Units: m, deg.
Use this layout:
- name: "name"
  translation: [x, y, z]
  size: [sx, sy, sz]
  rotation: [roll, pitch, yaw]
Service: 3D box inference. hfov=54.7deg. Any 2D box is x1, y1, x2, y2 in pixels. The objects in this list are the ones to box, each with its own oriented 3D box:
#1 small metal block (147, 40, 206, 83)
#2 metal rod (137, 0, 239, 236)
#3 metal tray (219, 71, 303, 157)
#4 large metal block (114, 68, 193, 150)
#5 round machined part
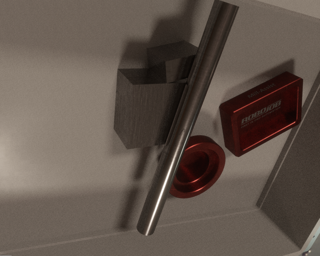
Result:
- name: "small metal block"
  translation: [0.019, -0.078, 0.356]
  size: [0.050, 0.050, 0.025]
  rotation: [-17, 125, -19]
- name: "metal rod"
  translation: [0.023, 0.007, 0.362]
  size: [0.025, 0.025, 0.298]
  rotation: [3, 118, -30]
- name: "metal tray"
  translation: [0.160, -0.021, 0.482]
  size: [0.131, 0.030, 0.090]
  rotation: [-26, 128, -12]
- name: "large metal block"
  translation: [-0.007, -0.026, 0.374]
  size: [0.081, 0.050, 0.079]
  rotation: [-6, 122, -26]
- name: "round machined part"
  translation: [0.044, 0.052, 0.456]
  size: [0.099, 0.042, 0.097]
  rotation: [-14, 125, -21]
